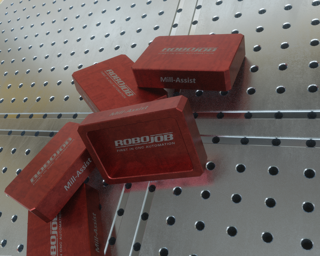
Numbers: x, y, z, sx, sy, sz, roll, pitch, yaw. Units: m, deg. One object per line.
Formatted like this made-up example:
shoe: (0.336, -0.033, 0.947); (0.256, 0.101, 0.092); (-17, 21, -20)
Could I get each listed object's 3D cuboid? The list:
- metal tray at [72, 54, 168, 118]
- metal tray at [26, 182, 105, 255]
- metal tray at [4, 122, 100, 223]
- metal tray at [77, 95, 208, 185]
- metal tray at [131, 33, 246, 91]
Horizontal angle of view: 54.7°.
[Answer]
metal tray: (-0.059, -0.053, 0.444); (0.091, 0.030, 0.130); (-26, 48, -20)
metal tray: (-0.116, 0.142, 0.377); (0.090, 0.030, 0.130); (-25, 53, 12)
metal tray: (-0.134, 0.051, 0.413); (0.090, 0.030, 0.130); (9, 53, 43)
metal tray: (-0.020, 0.019, 0.362); (0.130, 0.090, 0.030); (-9, 29, 23)
metal tray: (0.039, -0.090, 0.414); (0.130, 0.030, 0.090); (6, 45, 25)
